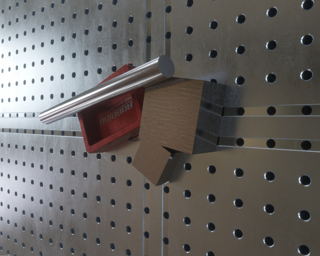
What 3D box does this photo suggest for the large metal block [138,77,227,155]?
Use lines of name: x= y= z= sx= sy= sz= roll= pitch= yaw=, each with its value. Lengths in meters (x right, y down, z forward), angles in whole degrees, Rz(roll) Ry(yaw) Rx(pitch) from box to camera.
large metal block: x=0.026 y=-0.018 z=0.370 sx=0.080 sy=0.050 sz=0.079 roll=14 pitch=99 yaw=39

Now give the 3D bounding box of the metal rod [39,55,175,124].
metal rod: x=-0.096 y=-0.042 z=0.435 sx=0.299 sy=0.025 sz=0.025 roll=-13 pitch=82 yaw=45

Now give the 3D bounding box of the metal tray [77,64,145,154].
metal tray: x=-0.069 y=-0.024 z=0.460 sx=0.130 sy=0.030 sz=0.090 roll=-27 pitch=73 yaw=36

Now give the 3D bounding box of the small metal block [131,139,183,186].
small metal block: x=-0.005 y=0.041 z=0.411 sx=0.050 sy=0.025 sz=0.050 roll=36 pitch=112 yaw=33
